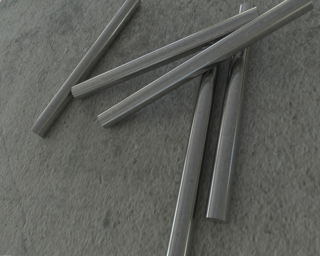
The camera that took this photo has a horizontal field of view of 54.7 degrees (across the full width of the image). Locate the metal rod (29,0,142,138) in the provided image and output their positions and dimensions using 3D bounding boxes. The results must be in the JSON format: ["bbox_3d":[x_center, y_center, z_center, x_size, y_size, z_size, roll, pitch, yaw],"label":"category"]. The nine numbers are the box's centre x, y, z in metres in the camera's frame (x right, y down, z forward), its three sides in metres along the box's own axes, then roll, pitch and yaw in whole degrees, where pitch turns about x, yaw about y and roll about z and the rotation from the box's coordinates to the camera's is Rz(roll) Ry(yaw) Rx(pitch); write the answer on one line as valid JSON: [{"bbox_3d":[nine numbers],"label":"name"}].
[{"bbox_3d":[-0.122,-0.114,0.535,0.025,0.025,0.300,22,73,36],"label":"metal rod"}]

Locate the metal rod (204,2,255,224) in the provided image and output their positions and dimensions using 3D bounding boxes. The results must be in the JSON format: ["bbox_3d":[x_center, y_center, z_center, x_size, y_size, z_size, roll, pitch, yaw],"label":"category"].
[{"bbox_3d":[0.091,-0.037,0.378,0.025,0.025,0.300,0,62,28],"label":"metal rod"}]

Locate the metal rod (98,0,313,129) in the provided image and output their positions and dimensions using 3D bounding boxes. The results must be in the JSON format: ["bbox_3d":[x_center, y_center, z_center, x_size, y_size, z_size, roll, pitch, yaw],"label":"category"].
[{"bbox_3d":[0.041,-0.076,0.397,0.300,0.025,0.025,-28,52,21],"label":"metal rod"}]

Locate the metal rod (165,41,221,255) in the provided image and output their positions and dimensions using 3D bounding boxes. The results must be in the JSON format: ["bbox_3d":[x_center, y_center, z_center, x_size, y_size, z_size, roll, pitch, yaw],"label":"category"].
[{"bbox_3d":[0.045,0.016,0.369,0.025,0.025,0.300,-1,61,27],"label":"metal rod"}]

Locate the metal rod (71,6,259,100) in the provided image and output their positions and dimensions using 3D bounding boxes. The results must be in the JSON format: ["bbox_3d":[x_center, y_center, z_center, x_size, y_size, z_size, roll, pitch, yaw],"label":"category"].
[{"bbox_3d":[-0.007,-0.098,0.444,0.300,0.025,0.025,-17,55,26],"label":"metal rod"}]
